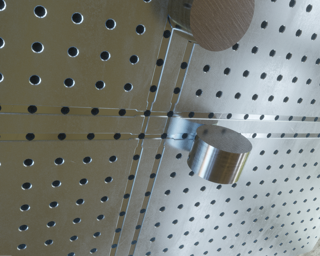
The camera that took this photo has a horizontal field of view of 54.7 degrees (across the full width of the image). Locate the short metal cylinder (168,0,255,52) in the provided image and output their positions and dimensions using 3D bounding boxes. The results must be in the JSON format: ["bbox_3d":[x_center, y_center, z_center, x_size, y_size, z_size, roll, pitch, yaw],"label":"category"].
[{"bbox_3d":[0.056,-0.131,0.344,0.081,0.050,0.079,-14,124,-21],"label":"short metal cylinder"}]

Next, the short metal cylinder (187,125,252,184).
[{"bbox_3d":[0.084,0.036,0.444,0.081,0.080,0.050,0,119,-28],"label":"short metal cylinder"}]
